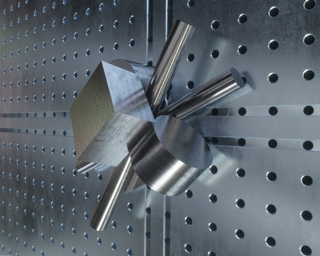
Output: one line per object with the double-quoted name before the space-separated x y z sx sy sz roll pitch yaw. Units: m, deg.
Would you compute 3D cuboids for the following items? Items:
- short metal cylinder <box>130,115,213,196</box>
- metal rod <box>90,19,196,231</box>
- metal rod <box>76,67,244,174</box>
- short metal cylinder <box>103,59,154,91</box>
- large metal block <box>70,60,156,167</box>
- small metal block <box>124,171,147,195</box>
"short metal cylinder" 0.013 0.031 0.358 0.050 0.081 0.080 -51 60 29
"metal rod" -0.030 0.010 0.397 0.025 0.025 0.298 37 112 33
"metal rod" -0.022 0.004 0.423 0.299 0.025 0.025 -29 72 36
"short metal cylinder" -0.041 -0.050 0.422 0.080 0.050 0.079 0 90 40
"large metal block" -0.058 -0.015 0.354 0.080 0.050 0.080 -48 45 30
"small metal block" -0.032 0.059 0.431 0.050 0.025 0.050 -34 69 34
